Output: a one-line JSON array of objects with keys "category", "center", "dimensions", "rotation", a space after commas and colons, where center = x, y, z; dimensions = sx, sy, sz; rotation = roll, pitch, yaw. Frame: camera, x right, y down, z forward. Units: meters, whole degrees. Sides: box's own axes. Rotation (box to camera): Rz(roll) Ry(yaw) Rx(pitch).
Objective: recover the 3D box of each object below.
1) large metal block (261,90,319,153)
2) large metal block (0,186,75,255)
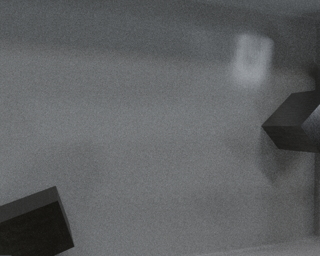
[{"category": "large metal block", "center": [0.215, -0.011, 0.460], "dimensions": [0.080, 0.080, 0.050], "rotation": [-43, 104, -15]}, {"category": "large metal block", "center": [-0.142, 0.107, 0.329], "dimensions": [0.081, 0.080, 0.050], "rotation": [-19, 97, -19]}]
